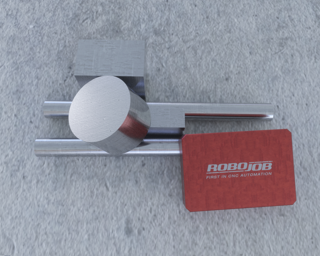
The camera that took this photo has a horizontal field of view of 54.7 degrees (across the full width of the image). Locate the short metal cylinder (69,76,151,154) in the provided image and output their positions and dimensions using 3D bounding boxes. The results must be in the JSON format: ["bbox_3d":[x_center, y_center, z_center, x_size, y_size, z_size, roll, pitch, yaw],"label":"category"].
[{"bbox_3d":[-0.058,-0.014,0.363,0.080,0.050,0.080,-9,66,22],"label":"short metal cylinder"}]

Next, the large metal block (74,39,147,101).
[{"bbox_3d":[-0.059,-0.071,0.406,0.081,0.080,0.050,1,70,0],"label":"large metal block"}]

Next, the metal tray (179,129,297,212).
[{"bbox_3d":[0.092,0.049,0.375,0.131,0.030,0.089,-3,88,-3],"label":"metal tray"}]

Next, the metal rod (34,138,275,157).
[{"bbox_3d":[-0.006,0.025,0.401,0.302,0.025,0.025,0,70,-1],"label":"metal rod"}]

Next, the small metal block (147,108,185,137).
[{"bbox_3d":[0.005,-0.004,0.397,0.050,0.050,0.025,1,70,0],"label":"small metal block"}]

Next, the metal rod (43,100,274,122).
[{"bbox_3d":[-0.002,-0.023,0.418,0.302,0.025,0.025,1,70,0],"label":"metal rod"}]
